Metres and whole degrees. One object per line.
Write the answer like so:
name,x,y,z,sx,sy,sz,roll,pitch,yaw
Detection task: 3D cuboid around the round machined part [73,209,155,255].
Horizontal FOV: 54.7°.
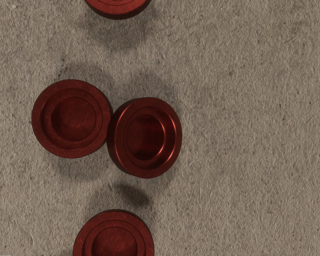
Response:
round machined part,-0.057,0.153,0.396,0.099,0.042,0.097,1,82,-5

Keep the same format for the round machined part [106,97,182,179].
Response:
round machined part,-0.023,0.011,0.386,0.099,0.042,0.097,-2,93,-37

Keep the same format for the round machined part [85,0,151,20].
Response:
round machined part,-0.054,-0.188,0.401,0.099,0.042,0.097,0,90,-1

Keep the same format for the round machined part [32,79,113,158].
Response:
round machined part,-0.108,-0.011,0.400,0.099,0.042,0.097,0,90,0
